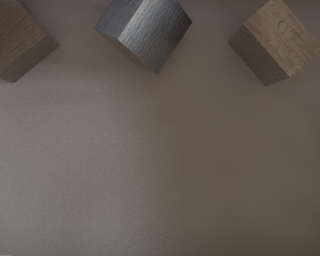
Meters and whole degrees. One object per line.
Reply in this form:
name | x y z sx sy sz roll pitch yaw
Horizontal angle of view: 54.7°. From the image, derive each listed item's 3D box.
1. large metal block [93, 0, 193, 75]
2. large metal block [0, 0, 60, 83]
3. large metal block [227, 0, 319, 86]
large metal block | -0.018 -0.125 0.377 0.050 0.080 0.080 34 90 39
large metal block | -0.193 -0.117 0.397 0.080 0.050 0.080 -40 90 0
large metal block | 0.138 -0.103 0.385 0.050 0.080 0.080 -41 90 0
